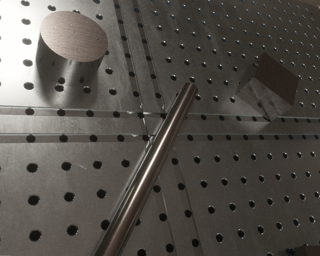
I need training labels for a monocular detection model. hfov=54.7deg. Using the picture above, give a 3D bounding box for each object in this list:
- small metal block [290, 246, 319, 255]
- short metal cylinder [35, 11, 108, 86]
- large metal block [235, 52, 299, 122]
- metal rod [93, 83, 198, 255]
[{"bbox_3d":[0.207,0.184,0.410,0.050,0.025,0.050,10,58,-23],"label":"small metal block"},{"bbox_3d":[-0.112,-0.100,0.394,0.081,0.050,0.080,14,56,-21],"label":"short metal cylinder"},{"bbox_3d":[0.188,-0.072,0.541,0.080,0.050,0.080,36,51,-5],"label":"large metal block"},{"bbox_3d":[-0.009,0.045,0.376,0.025,0.025,0.301,33,51,-7],"label":"metal rod"}]
